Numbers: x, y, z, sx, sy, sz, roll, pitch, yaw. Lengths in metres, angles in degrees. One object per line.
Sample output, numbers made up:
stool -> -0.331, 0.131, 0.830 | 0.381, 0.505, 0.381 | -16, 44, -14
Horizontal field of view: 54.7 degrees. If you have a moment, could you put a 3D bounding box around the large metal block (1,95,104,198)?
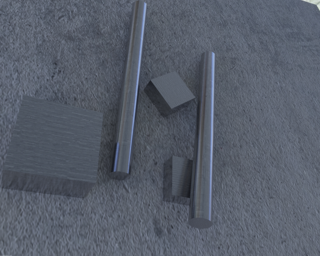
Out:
large metal block -> -0.108, 0.021, 0.317 | 0.081, 0.050, 0.080 | 13, 56, -22

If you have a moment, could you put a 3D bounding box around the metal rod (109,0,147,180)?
metal rod -> -0.039, -0.072, 0.428 | 0.025, 0.025, 0.300 | 16, 55, -20

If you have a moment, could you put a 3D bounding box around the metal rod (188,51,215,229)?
metal rod -> 0.062, -0.010, 0.422 | 0.025, 0.025, 0.300 | 24, 46, -14

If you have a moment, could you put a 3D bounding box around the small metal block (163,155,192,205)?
small metal block -> 0.032, 0.066, 0.382 | 0.050, 0.025, 0.050 | 15, 56, -20

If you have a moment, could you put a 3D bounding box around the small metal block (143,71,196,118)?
small metal block -> 0.014, -0.049, 0.443 | 0.050, 0.025, 0.050 | -27, 77, -37
